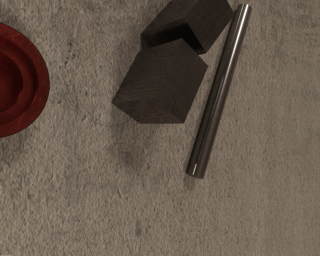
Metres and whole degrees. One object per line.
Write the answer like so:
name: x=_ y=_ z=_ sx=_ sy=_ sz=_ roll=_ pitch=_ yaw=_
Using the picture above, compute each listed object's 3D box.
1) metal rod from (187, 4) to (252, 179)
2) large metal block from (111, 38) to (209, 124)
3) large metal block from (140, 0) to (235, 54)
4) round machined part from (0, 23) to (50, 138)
metal rod: x=0.098 y=-0.066 z=0.488 sx=0.025 sy=0.025 sz=0.299 roll=30 pitch=71 yaw=-36
large metal block: x=-0.001 y=-0.052 z=0.370 sx=0.050 sy=0.080 sz=0.080 roll=38 pitch=67 yaw=-34
large metal block: x=0.036 y=-0.134 z=0.401 sx=0.050 sy=0.080 sz=0.080 roll=51 pitch=60 yaw=-29
round machined part: x=-0.152 y=-0.040 z=0.267 sx=0.099 sy=0.042 sz=0.097 roll=0 pitch=90 yaw=-40
